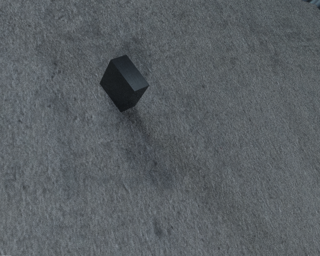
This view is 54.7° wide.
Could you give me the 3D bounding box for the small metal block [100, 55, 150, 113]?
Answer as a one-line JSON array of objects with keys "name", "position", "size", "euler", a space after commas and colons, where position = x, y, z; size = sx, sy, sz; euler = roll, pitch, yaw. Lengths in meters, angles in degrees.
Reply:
[{"name": "small metal block", "position": [-0.047, -0.056, 0.398], "size": [0.025, 0.050, 0.050], "euler": [-30, 78, -38]}]
